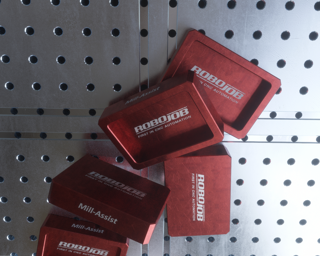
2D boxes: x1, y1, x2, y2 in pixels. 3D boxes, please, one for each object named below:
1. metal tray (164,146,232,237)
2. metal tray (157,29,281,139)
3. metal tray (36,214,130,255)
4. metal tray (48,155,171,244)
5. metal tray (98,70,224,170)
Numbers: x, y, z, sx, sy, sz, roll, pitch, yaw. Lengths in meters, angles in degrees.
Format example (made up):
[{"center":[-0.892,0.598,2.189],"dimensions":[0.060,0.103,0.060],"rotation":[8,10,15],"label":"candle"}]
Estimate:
[{"center":[0.053,0.092,0.445],"dimensions":[0.090,0.030,0.129],"rotation":[-3,110,1],"label":"metal tray"},{"center":[0.071,-0.054,0.391],"dimensions":[0.131,0.030,0.090],"rotation":[27,108,-10],"label":"metal tray"},{"center":[-0.120,0.191,0.480],"dimensions":[0.131,0.030,0.089],"rotation":[14,110,-5],"label":"metal tray"},{"center":[-0.059,0.085,0.393],"dimensions":[0.130,0.090,0.030],"rotation":[21,109,8],"label":"metal tray"},{"center":[0.002,-0.005,0.384],"dimensions":[0.130,0.030,0.090],"rotation":[-22,119,23],"label":"metal tray"}]
